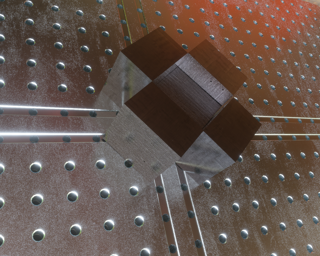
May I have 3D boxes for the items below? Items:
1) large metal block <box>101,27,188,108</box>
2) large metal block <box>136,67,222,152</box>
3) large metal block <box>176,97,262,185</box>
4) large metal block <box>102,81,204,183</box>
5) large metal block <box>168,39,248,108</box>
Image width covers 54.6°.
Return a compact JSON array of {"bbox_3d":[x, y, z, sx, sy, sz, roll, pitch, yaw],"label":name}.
[{"bbox_3d":[-0.021,-0.073,0.406,0.050,0.080,0.080,44,51,2],"label":"large metal block"},{"bbox_3d":[0.021,-0.022,0.415,0.080,0.050,0.080,43,53,3],"label":"large metal block"},{"bbox_3d":[0.073,0.018,0.402,0.050,0.080,0.080,45,51,3],"label":"large metal block"},{"bbox_3d":[-0.011,0.007,0.362,0.080,0.080,0.050,44,51,1],"label":"large metal block"},{"bbox_3d":[0.062,-0.065,0.445,0.080,0.080,0.050,44,51,1],"label":"large metal block"}]
